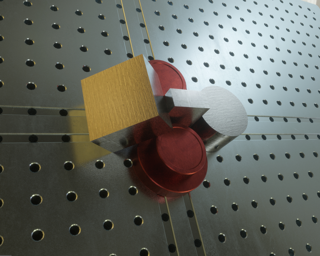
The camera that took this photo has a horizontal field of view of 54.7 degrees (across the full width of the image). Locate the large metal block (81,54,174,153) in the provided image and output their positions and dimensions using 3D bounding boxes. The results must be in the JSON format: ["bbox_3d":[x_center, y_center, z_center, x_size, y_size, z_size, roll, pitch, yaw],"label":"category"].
[{"bbox_3d":[-0.039,-0.027,0.361,0.050,0.080,0.080,44,28,-62],"label":"large metal block"}]

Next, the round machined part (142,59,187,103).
[{"bbox_3d":[-0.003,-0.056,0.430,0.099,0.042,0.098,14,56,-21],"label":"round machined part"}]

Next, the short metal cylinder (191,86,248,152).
[{"bbox_3d":[0.076,-0.013,0.439,0.081,0.050,0.080,14,56,-21],"label":"short metal cylinder"}]

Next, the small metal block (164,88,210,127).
[{"bbox_3d":[0.026,-0.024,0.392,0.050,0.050,0.025,1,61,-28],"label":"small metal block"}]

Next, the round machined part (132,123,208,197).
[{"bbox_3d":[0.018,0.033,0.387,0.099,0.042,0.098,14,56,-21],"label":"round machined part"}]
